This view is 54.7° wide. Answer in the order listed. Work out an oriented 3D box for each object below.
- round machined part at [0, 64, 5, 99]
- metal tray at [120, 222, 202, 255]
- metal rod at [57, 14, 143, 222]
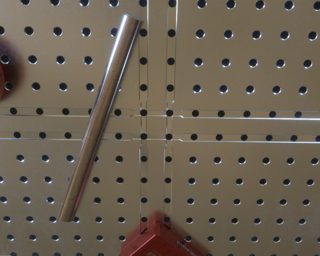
[{"bbox_3d":[-0.239,-0.064,0.378,0.099,0.042,0.097,0,110,0],"label":"round machined part"},{"bbox_3d":[0.012,0.220,0.491,0.130,0.030,0.090,42,105,-14],"label":"metal tray"},{"bbox_3d":[-0.086,0.001,0.412,0.025,0.025,0.298,20,109,-7],"label":"metal rod"}]
